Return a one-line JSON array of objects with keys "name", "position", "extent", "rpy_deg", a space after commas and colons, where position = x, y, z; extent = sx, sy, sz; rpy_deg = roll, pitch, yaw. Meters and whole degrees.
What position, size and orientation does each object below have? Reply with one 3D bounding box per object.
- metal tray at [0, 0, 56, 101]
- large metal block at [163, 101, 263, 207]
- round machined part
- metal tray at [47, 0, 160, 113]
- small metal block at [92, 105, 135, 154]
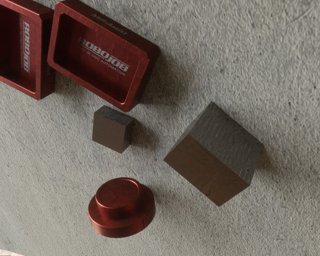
[{"name": "metal tray", "position": [-0.192, -0.113, 0.434], "extent": [0.090, 0.030, 0.129], "rpy_deg": [26, 128, 11]}, {"name": "large metal block", "position": [0.063, 0.027, 0.355], "extent": [0.080, 0.080, 0.050], "rpy_deg": [40, 129, 0]}, {"name": "round machined part", "position": [-0.057, 0.110, 0.458], "extent": [0.098, 0.098, 0.042], "rpy_deg": [8, 122, 24]}, {"name": "metal tray", "position": [-0.074, -0.089, 0.387], "extent": [0.130, 0.030, 0.089], "rpy_deg": [32, 129, 7]}, {"name": "small metal block", "position": [-0.068, 0.002, 0.444], "extent": [0.050, 0.025, 0.050], "rpy_deg": [23, 127, 14]}]
